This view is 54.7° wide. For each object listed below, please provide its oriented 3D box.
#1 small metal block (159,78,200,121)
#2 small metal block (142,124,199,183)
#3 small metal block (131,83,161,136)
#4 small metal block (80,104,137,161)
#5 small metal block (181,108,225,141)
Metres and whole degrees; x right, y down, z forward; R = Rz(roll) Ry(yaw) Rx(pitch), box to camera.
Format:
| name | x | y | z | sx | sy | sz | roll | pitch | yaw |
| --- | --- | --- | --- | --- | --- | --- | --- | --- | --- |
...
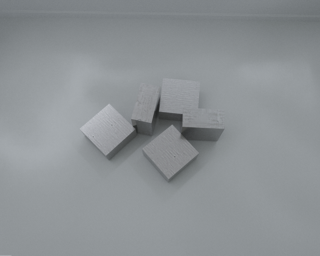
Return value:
| name | x | y | z | sx | sy | sz | roll | pitch | yaw |
| --- | --- | --- | --- | --- | --- | --- | --- | --- | --- |
| small metal block | 0.026 | -0.038 | 0.422 | 0.050 | 0.025 | 0.050 | 6 | 70 | 2 |
| small metal block | 0.013 | 0.033 | 0.395 | 0.050 | 0.025 | 0.050 | -39 | 75 | -13 |
| small metal block | -0.017 | -0.023 | 0.402 | 0.025 | 0.050 | 0.050 | 12 | 71 | 4 |
| small metal block | -0.067 | 0.005 | 0.405 | 0.050 | 0.025 | 0.050 | -43 | 76 | -14 |
| small metal block | 0.052 | -0.003 | 0.396 | 0.050 | 0.050 | 0.025 | 3 | 70 | 1 |
